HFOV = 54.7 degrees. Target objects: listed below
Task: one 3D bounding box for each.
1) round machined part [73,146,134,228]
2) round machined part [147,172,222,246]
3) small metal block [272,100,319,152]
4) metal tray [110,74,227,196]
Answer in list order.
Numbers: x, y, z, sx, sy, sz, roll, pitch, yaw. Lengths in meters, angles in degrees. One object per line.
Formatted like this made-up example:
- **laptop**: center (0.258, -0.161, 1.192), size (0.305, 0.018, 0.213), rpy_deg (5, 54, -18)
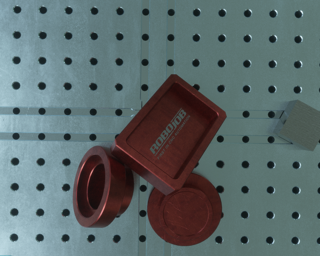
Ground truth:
- **round machined part**: center (-0.068, 0.074, 0.386), size (0.042, 0.098, 0.097), rpy_deg (15, 90, -36)
- **round machined part**: center (0.032, 0.106, 0.405), size (0.099, 0.042, 0.097), rpy_deg (0, 90, 0)
- **small metal block**: center (0.189, -0.003, 0.415), size (0.050, 0.025, 0.050), rpy_deg (29, 90, 0)
- **metal tray**: center (0.014, 0.004, 0.379), size (0.090, 0.030, 0.130), rpy_deg (38, 59, 0)
